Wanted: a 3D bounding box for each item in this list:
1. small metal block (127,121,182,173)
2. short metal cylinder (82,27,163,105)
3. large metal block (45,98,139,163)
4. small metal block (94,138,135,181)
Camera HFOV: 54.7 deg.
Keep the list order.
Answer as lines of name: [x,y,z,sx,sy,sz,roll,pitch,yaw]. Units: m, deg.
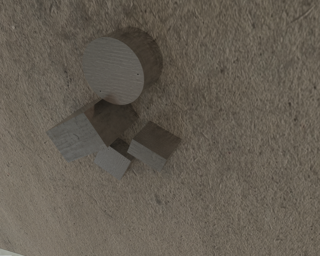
small metal block: [-0.007,0.023,0.409,0.050,0.050,0.025,31,128,8]
short metal cylinder: [-0.043,-0.074,0.368,0.080,0.050,0.079,13,124,21]
large metal block: [-0.089,-0.005,0.415,0.080,0.080,0.050,-21,107,36]
small metal block: [-0.067,0.044,0.469,0.050,0.025,0.050,35,129,5]
